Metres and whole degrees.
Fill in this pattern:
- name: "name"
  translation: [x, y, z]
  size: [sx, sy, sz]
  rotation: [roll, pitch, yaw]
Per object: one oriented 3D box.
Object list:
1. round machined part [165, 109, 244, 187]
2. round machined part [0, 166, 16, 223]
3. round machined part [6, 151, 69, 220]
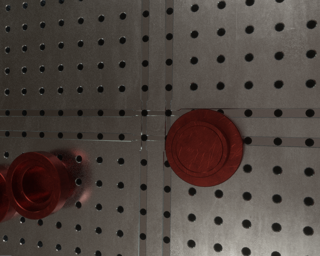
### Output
- name: "round machined part"
  translation: [0.053, 0.025, 0.384]
  size: [0.098, 0.042, 0.097]
  rotation: [0, 90, 19]
- name: "round machined part"
  translation: [-0.282, 0.111, 0.501]
  size: [0.098, 0.042, 0.097]
  rotation: [0, 90, 19]
- name: "round machined part"
  translation: [-0.177, 0.083, 0.464]
  size: [0.098, 0.042, 0.097]
  rotation: [0, 90, 19]
